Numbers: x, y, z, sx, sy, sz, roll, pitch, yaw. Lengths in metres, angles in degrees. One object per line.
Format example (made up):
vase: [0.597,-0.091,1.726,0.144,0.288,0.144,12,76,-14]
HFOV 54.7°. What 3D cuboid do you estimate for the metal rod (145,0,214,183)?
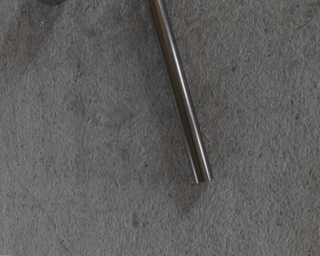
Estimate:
metal rod: [0.017,-0.078,0.402,0.025,0.025,0.298,-17,85,19]

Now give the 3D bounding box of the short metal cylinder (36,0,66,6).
short metal cylinder: [-0.173,-0.229,0.456,0.080,0.050,0.079,0,90,20]
